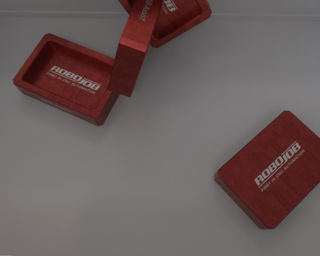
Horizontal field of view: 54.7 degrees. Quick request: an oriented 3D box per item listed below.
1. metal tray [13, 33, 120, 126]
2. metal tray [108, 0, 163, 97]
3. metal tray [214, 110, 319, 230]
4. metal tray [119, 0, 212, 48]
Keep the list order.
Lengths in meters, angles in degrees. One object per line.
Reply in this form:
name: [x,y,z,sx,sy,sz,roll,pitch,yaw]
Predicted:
metal tray: [-0.121,-0.069,0.430,0.130,0.030,0.090,23,71,8]
metal tray: [-0.027,-0.115,0.389,0.030,0.089,0.130,18,55,-8]
metal tray: [0.145,0.051,0.389,0.130,0.030,0.090,-39,75,-13]
metal tray: [-0.005,-0.176,0.385,0.090,0.130,0.030,-26,37,21]
